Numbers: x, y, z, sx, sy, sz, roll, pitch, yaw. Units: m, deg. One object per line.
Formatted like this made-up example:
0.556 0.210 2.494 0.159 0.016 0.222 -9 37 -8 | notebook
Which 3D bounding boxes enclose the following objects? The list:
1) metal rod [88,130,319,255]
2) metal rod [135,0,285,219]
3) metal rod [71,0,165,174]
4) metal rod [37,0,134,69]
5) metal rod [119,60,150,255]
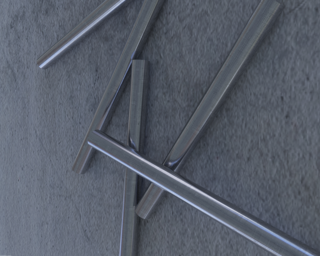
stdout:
0.031 0.071 0.351 0.300 0.025 0.025 26 106 28 | metal rod
0.046 -0.006 0.365 0.025 0.025 0.298 43 116 31 | metal rod
-0.069 -0.054 0.458 0.025 0.025 0.298 42 115 31 | metal rod
-0.109 -0.166 0.492 0.299 0.025 0.025 -22 76 37 | metal rod
-0.037 0.057 0.432 0.025 0.025 0.298 7 94 39 | metal rod
